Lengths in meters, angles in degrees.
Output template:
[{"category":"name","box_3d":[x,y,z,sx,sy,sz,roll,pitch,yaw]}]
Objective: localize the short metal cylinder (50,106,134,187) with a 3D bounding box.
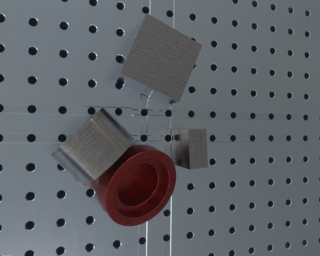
[{"category":"short metal cylinder","box_3d":[-0.076,0.020,0.353,0.080,0.080,0.050,-45,100,-14]}]

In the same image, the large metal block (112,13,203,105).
[{"category":"large metal block","box_3d":[-0.004,-0.084,0.397,0.080,0.050,0.080,25,82,-19]}]

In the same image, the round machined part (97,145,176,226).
[{"category":"round machined part","box_3d":[-0.031,0.066,0.380,0.099,0.042,0.097,-15,116,-33]}]

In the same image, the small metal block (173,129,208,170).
[{"category":"small metal block","box_3d":[0.040,0.026,0.414,0.025,0.050,0.050,-3,91,-20]}]
